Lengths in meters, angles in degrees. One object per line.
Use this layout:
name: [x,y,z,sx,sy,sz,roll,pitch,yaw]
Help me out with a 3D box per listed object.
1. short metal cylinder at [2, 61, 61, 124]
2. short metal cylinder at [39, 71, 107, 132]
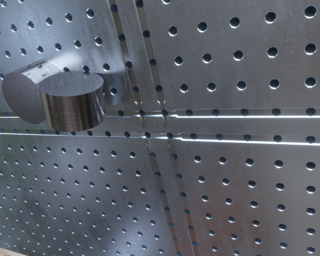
short metal cylinder: [-0.181,-0.053,0.455,0.080,0.050,0.079,13,124,21]
short metal cylinder: [-0.113,-0.037,0.410,0.080,0.080,0.050,14,124,20]
